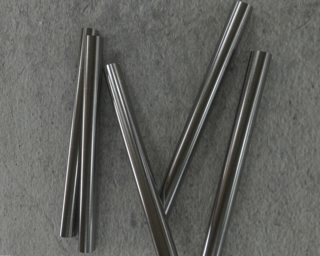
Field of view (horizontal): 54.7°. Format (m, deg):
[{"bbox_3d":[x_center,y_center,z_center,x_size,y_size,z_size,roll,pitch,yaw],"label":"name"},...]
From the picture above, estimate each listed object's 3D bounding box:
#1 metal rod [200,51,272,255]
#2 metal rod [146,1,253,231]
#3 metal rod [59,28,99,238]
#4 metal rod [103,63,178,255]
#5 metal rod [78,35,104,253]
[{"bbox_3d":[0.087,0.057,0.377,0.025,0.025,0.298,14,95,19],"label":"metal rod"},{"bbox_3d":[0.047,-0.009,0.391,0.025,0.025,0.298,23,97,18],"label":"metal rod"},{"bbox_3d":[-0.117,0.008,0.448,0.025,0.025,0.298,8,93,19],"label":"metal rod"},{"bbox_3d":[-0.023,0.054,0.395,0.025,0.025,0.299,-23,75,18],"label":"metal rod"},{"bbox_3d":[-0.097,0.025,0.432,0.025,0.025,0.298,5,95,19],"label":"metal rod"}]
